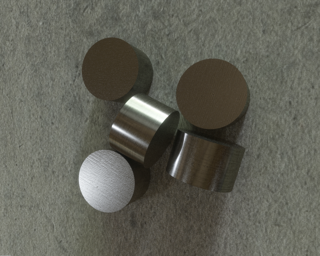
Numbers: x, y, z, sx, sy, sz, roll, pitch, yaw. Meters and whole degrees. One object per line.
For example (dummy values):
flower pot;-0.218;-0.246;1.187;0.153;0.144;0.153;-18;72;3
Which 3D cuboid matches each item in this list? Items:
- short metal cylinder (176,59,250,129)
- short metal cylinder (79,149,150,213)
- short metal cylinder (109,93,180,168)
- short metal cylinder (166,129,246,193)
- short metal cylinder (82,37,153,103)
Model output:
short metal cylinder;0.065;-0.039;0.372;0.080;0.050;0.079;0;90;19
short metal cylinder;-0.060;0.066;0.415;0.080;0.050;0.079;1;92;20
short metal cylinder;-0.018;0.003;0.385;0.050;0.080;0.080;29;99;17
short metal cylinder;0.052;0.036;0.361;0.080;0.080;0.050;18;96;19
short metal cylinder;-0.056;-0.075;0.414;0.080;0.050;0.079;0;90;19
